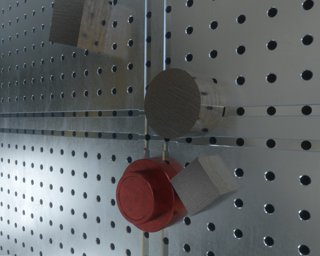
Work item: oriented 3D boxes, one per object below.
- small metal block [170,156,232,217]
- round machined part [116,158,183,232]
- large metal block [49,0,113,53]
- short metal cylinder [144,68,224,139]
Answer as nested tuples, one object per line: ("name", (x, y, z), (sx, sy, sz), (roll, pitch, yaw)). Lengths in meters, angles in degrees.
("small metal block", (0.047, 0.069, 0.369), (0.050, 0.025, 0.050), (-46, 63, 30))
("round machined part", (-0.021, 0.090, 0.413), (0.098, 0.042, 0.097), (0, 90, 39))
("large metal block", (-0.129, -0.170, 0.496), (0.080, 0.050, 0.079), (21, 103, 38))
("short metal cylinder", (0.028, -0.028, 0.369), (0.080, 0.050, 0.079), (0, 90, 39))
